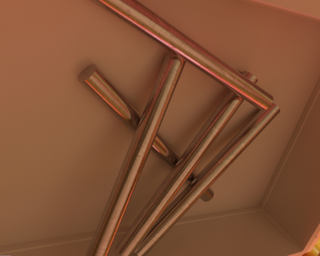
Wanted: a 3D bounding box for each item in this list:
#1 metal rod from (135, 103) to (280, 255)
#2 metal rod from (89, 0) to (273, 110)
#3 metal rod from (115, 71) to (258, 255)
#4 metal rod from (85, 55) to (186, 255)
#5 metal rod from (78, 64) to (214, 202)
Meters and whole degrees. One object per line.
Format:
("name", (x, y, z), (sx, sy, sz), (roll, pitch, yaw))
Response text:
("metal rod", (0.073, 0.072, 0.462), (0.300, 0.025, 0.025), (-45, 130, -9))
("metal rod", (0.027, -0.090, 0.346), (0.302, 0.025, 0.025), (25, 105, -31))
("metal rod", (0.038, 0.049, 0.427), (0.025, 0.025, 0.300), (38, 87, -39))
("metal rod", (-0.037, 0.057, 0.369), (0.025, 0.025, 0.299), (22, 91, -36))
("metal rod", (0.001, 0.027, 0.425), (0.025, 0.025, 0.300), (-42, 129, 1))
